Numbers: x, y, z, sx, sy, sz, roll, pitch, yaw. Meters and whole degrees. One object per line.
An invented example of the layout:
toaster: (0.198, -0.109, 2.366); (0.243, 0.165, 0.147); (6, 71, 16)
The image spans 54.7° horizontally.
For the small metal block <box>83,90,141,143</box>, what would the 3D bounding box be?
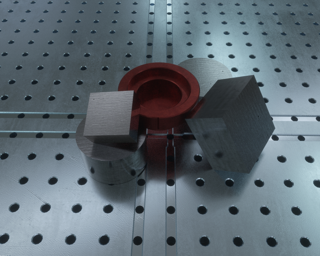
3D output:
small metal block: (-0.051, -0.011, 0.335); (0.050, 0.025, 0.050); (-2, 68, 14)

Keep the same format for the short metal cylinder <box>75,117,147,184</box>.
short metal cylinder: (-0.056, 0.020, 0.373); (0.081, 0.050, 0.080); (0, 50, 0)

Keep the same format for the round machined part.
round machined part: (-0.001, -0.035, 0.388); (0.099, 0.042, 0.098); (0, 50, 0)

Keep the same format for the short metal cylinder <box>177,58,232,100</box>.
short metal cylinder: (0.057, -0.054, 0.437); (0.081, 0.050, 0.080); (0, 50, 0)

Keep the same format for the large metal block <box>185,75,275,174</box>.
large metal block: (0.086, -0.005, 0.368); (0.050, 0.080, 0.080); (0, 39, 47)
